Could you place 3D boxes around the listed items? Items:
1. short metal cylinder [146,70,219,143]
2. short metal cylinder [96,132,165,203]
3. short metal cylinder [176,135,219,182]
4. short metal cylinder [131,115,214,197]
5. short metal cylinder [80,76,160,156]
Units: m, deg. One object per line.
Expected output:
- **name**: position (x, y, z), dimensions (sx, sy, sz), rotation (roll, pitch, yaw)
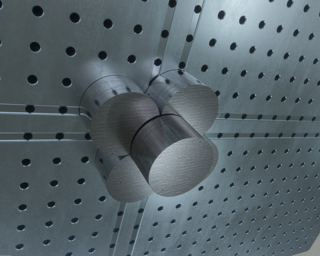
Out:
- **short metal cylinder**: position (0.026, -0.027, 0.393), dimensions (0.081, 0.050, 0.079), rotation (-14, 125, -21)
- **short metal cylinder**: position (-0.038, 0.050, 0.406), dimensions (0.081, 0.050, 0.079), rotation (-14, 125, -21)
- **short metal cylinder**: position (0.035, 0.038, 0.439), dimensions (0.081, 0.050, 0.079), rotation (-14, 125, -21)
- **short metal cylinder**: position (0.014, 0.032, 0.357), dimensions (0.081, 0.050, 0.079), rotation (-15, 126, -21)
- **short metal cylinder**: position (-0.047, -0.015, 0.360), dimensions (0.081, 0.050, 0.079), rotation (-14, 125, -21)
